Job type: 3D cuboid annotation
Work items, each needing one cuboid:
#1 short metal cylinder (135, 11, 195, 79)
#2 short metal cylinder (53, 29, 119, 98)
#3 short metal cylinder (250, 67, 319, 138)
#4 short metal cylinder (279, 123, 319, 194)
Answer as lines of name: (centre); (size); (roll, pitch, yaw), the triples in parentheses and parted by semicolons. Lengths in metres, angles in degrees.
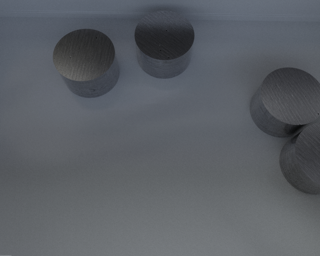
short metal cylinder: (0.006, -0.117, 0.439); (0.081, 0.050, 0.080); (0, 70, 0)
short metal cylinder: (-0.099, -0.088, 0.427); (0.081, 0.050, 0.080); (0, 70, 0)
short metal cylinder: (0.166, -0.033, 0.410); (0.081, 0.050, 0.080); (0, 70, 0)
short metal cylinder: (0.198, 0.039, 0.385); (0.081, 0.050, 0.080); (0, 70, 0)
